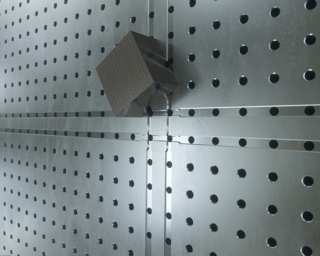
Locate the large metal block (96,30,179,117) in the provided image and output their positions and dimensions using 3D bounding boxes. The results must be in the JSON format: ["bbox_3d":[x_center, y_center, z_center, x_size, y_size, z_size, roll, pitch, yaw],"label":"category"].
[{"bbox_3d":[-0.033,-0.070,0.421,0.080,0.050,0.080,-37,67,34],"label":"large metal block"}]
